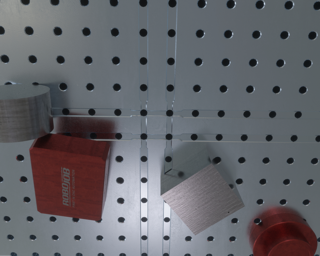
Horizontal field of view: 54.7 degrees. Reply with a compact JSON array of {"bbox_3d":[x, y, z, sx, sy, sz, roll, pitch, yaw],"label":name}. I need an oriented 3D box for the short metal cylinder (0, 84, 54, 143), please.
[{"bbox_3d":[-0.173,-0.021,0.375,0.081,0.080,0.050,1,110,-1],"label":"short metal cylinder"}]

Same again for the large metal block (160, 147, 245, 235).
[{"bbox_3d":[0.057,0.088,0.433,0.080,0.050,0.080,-35,107,12],"label":"large metal block"}]

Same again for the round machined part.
[{"bbox_3d":[0.192,0.184,0.474,0.099,0.042,0.097,0,110,0],"label":"round machined part"}]

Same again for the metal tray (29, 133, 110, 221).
[{"bbox_3d":[-0.118,0.069,0.414,0.091,0.030,0.129,9,128,-4],"label":"metal tray"}]
